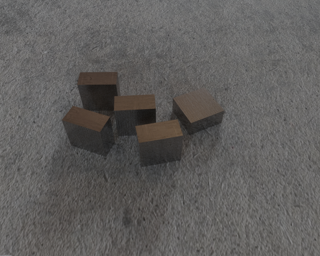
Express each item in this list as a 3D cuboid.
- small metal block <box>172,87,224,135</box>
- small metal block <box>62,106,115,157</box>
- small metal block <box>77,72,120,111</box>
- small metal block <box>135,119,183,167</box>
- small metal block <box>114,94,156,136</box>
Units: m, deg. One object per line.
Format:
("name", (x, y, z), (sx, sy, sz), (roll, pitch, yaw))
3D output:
("small metal block", (0.051, -0.024, 0.423), (0.050, 0.025, 0.050), (-20, 53, -16))
("small metal block", (-0.087, 0.005, 0.382), (0.050, 0.050, 0.025), (16, 52, 13))
("small metal block", (-0.082, -0.050, 0.428), (0.050, 0.050, 0.025), (-1, 50, -1))
("small metal block", (-0.001, 0.019, 0.371), (0.050, 0.050, 0.025), (-9, 51, -8))
("small metal block", (-0.031, -0.016, 0.400), (0.050, 0.050, 0.025), (-3, 50, -3))
